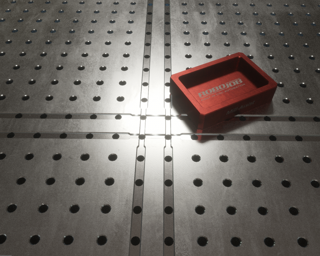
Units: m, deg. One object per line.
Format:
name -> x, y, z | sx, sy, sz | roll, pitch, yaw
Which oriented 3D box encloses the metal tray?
metal tray -> 0.091, -0.059, 0.454 | 0.131, 0.030, 0.090 | -22, 54, -18
